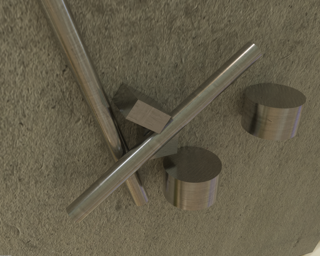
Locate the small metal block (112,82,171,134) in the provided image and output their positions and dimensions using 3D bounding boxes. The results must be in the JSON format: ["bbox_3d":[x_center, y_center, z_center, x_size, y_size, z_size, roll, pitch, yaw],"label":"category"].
[{"bbox_3d":[-0.022,-0.024,0.364,0.050,0.050,0.025,25,105,-37],"label":"small metal block"}]

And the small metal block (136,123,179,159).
[{"bbox_3d":[-0.003,0.012,0.412,0.050,0.025,0.050,-11,123,-23],"label":"small metal block"}]

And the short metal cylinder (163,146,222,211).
[{"bbox_3d":[0.044,0.069,0.438,0.081,0.080,0.050,-14,124,-21],"label":"short metal cylinder"}]

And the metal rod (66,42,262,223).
[{"bbox_3d":[0.005,0.005,0.380,0.300,0.025,0.025,-42,130,-1],"label":"metal rod"}]

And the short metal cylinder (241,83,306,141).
[{"bbox_3d":[0.160,-0.025,0.443,0.081,0.080,0.050,-14,124,-21],"label":"short metal cylinder"}]

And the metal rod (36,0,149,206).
[{"bbox_3d":[-0.064,-0.009,0.365,0.025,0.025,0.299,-27,128,-12],"label":"metal rod"}]
